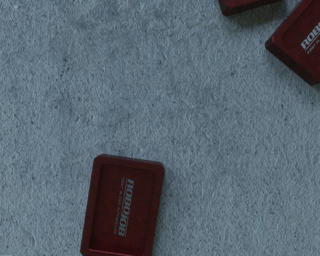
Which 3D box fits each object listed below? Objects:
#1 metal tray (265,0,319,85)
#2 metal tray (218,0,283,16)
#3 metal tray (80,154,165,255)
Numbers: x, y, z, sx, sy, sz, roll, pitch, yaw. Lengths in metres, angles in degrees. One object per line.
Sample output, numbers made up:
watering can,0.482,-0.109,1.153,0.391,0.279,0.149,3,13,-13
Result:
metal tray,0.216,-0.133,0.408,0.090,0.030,0.130,40,90,0
metal tray,0.111,-0.225,0.408,0.090,0.030,0.129,-17,90,0
metal tray,-0.048,0.105,0.406,0.091,0.030,0.129,8,90,0
